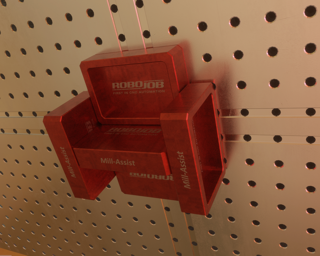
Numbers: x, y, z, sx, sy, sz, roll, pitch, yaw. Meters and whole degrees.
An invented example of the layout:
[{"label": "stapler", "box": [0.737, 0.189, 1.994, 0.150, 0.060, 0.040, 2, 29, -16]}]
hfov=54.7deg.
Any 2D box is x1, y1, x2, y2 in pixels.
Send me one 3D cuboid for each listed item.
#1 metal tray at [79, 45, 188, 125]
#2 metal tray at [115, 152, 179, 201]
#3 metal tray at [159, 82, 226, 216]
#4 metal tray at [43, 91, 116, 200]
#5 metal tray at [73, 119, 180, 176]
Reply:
[{"label": "metal tray", "box": [-0.030, -0.050, 0.391, 0.130, 0.030, 0.089, 1, 119, 27]}, {"label": "metal tray", "box": [-0.004, 0.057, 0.442, 0.130, 0.030, 0.089, 1, 119, 27]}, {"label": "metal tray", "box": [0.043, 0.023, 0.359, 0.030, 0.090, 0.129, 1, 119, 28]}, {"label": "metal tray", "box": [-0.100, 0.023, 0.433, 0.030, 0.090, 0.129, 1, 119, 28]}, {"label": "metal tray", "box": [-0.031, 0.017, 0.392, 0.130, 0.090, 0.030, 1, 119, 27]}]
